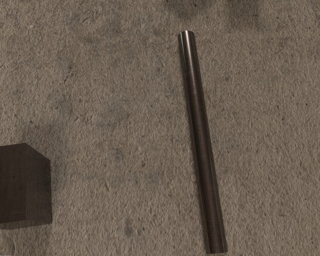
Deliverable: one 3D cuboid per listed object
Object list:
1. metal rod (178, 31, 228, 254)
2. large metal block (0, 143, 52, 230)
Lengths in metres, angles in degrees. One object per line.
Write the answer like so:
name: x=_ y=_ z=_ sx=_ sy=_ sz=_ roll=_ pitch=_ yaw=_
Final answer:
metal rod: x=0.052 y=0.004 z=0.407 sx=0.025 sy=0.025 sz=0.299 roll=-5 pitch=70 yaw=-2
large metal block: x=-0.162 y=0.069 z=0.352 sx=0.050 sy=0.080 sz=0.080 roll=-8 pitch=70 yaw=-3
